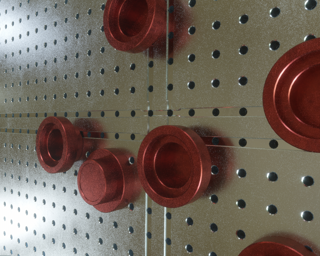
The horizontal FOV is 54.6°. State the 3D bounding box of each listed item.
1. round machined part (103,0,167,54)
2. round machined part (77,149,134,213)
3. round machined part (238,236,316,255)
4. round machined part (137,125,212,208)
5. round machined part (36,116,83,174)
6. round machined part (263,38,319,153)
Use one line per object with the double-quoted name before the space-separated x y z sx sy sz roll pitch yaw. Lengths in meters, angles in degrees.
"round machined part" -0.030 -0.151 0.424 0.098 0.042 0.097 0 90 40
"round machined part" -0.089 0.080 0.473 0.098 0.042 0.097 0 90 40
"round machined part" 0.115 0.162 0.304 0.098 0.042 0.097 0 90 40
"round machined part" 0.021 0.045 0.382 0.098 0.042 0.097 0 90 40
"round machined part" -0.172 0.029 0.543 0.098 0.042 0.097 0 90 40
"round machined part" 0.147 -0.028 0.277 0.098 0.042 0.097 0 90 40
